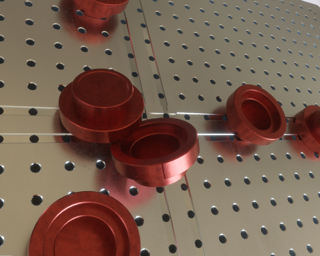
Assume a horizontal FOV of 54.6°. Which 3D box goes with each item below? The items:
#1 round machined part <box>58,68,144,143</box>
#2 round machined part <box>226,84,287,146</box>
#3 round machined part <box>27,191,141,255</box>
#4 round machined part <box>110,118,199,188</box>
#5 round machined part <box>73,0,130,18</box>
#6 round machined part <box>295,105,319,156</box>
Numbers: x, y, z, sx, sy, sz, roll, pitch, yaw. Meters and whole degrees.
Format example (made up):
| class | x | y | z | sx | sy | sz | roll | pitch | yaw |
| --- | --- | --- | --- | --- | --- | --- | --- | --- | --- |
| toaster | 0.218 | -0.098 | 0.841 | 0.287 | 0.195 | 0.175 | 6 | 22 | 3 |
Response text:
| class | x | y | z | sx | sy | sz | roll | pitch | yaw |
| --- | --- | --- | --- | --- | --- | --- | --- | --- | --- |
| round machined part | -0.067 | -0.033 | 0.362 | 0.099 | 0.042 | 0.098 | 6 | 46 | -6 |
| round machined part | 0.144 | -0.016 | 0.484 | 0.099 | 0.042 | 0.098 | 13 | 56 | -21 |
| round machined part | -0.071 | 0.113 | 0.290 | 0.099 | 0.042 | 0.098 | 13 | 56 | -21 |
| round machined part | -0.004 | 0.030 | 0.355 | 0.098 | 0.042 | 0.098 | -8 | 30 | 5 |
| round machined part | -0.096 | -0.207 | 0.471 | 0.099 | 0.042 | 0.098 | 13 | 56 | -21 |
| round machined part | 0.297 | 0.000 | 0.556 | 0.099 | 0.042 | 0.098 | 13 | 56 | -21 |
